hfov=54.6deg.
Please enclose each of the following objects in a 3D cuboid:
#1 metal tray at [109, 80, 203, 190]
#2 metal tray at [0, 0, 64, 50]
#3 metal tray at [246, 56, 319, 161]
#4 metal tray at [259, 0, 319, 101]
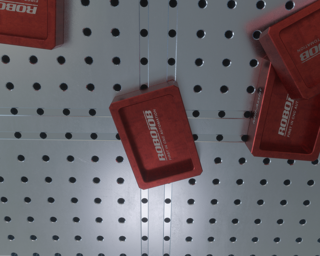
[{"bbox_3d":[-0.003,0.012,0.414,0.090,0.030,0.129,-16,110,5],"label":"metal tray"},{"bbox_3d":[-0.181,-0.144,0.356,0.131,0.030,0.089,7,110,-3],"label":"metal tray"},{"bbox_3d":[0.170,-0.024,0.402,0.091,0.030,0.129,5,110,-2],"label":"metal tray"},{"bbox_3d":[0.192,-0.100,0.351,0.130,0.030,0.090,-29,92,-1],"label":"metal tray"}]
